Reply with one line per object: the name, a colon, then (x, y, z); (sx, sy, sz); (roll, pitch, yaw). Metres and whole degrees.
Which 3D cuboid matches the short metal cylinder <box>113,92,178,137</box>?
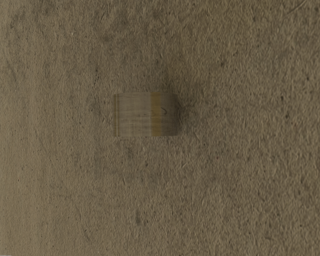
short metal cylinder: (-0.018, -0.015, 0.384); (0.080, 0.081, 0.050); (-1, 90, 39)
